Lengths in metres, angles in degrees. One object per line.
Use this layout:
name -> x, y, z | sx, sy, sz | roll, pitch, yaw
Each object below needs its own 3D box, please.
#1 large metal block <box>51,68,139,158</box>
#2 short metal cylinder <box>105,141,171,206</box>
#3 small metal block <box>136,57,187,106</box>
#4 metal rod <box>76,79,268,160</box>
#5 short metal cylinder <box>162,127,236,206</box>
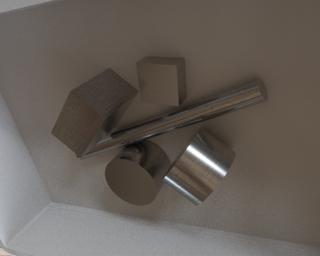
large metal block -> -0.084, -0.021, 0.402 | 0.050, 0.080, 0.080 | 40, 129, 1
short metal cylinder -> -0.031, 0.064, 0.444 | 0.080, 0.050, 0.079 | 13, 124, 20
small metal block -> 0.003, -0.056, 0.369 | 0.050, 0.025, 0.050 | 8, 122, 23
metal rod -> -0.009, -0.001, 0.410 | 0.300, 0.025, 0.025 | -19, 109, 35
short metal cylinder -> 0.046, 0.046, 0.375 | 0.050, 0.080, 0.079 | 37, 129, 3
